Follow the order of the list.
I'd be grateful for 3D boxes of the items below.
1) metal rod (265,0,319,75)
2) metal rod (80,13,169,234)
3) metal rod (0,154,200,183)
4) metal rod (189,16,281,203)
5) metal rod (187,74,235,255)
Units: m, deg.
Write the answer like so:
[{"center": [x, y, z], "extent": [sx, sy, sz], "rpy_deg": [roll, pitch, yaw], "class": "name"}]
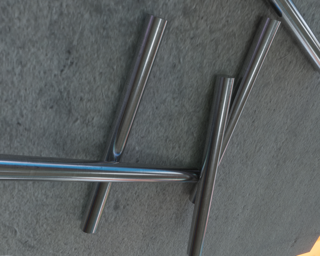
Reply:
[{"center": [0.166, -0.153, 0.405], "extent": [0.301, 0.025, 0.025], "rpy_deg": [30, 102, -38], "class": "metal rod"}, {"center": [-0.052, 0.011, 0.386], "extent": [0.025, 0.025, 0.298], "rpy_deg": [7, 115, -32], "class": "metal rod"}, {"center": [-0.052, 0.054, 0.377], "extent": [0.302, 0.025, 0.025], "rpy_deg": [11, 113, -45], "class": "metal rod"}, {"center": [0.102, -0.010, 0.458], "extent": [0.025, 0.025, 0.298], "rpy_deg": [4, 117, -31], "class": "metal rod"}, {"center": [0.073, 0.070, 0.466], "extent": [0.025, 0.025, 0.298], "rpy_deg": [-4, 113, -27], "class": "metal rod"}]
